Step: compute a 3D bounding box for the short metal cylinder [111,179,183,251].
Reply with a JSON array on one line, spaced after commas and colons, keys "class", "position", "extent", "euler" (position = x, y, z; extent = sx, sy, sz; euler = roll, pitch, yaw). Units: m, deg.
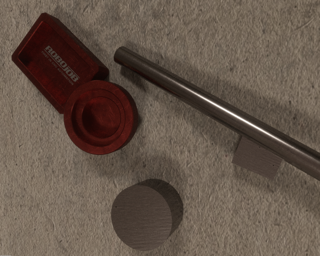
[{"class": "short metal cylinder", "position": [-0.015, 0.109, 0.400], "extent": [0.080, 0.050, 0.079], "euler": [0, 90, 19]}]

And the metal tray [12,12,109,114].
[{"class": "metal tray", "position": [-0.149, -0.094, 0.457], "extent": [0.130, 0.030, 0.090], "euler": [45, 104, 14]}]

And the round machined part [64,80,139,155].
[{"class": "round machined part", "position": [-0.076, -0.015, 0.422], "extent": [0.098, 0.042, 0.097], "euler": [1, 94, 14]}]

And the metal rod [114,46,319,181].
[{"class": "metal rod", "position": [0.060, -0.026, 0.367], "extent": [0.300, 0.025, 0.025], "euler": [33, 101, 24]}]

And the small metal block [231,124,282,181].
[{"class": "small metal block", "position": [0.119, 0.027, 0.367], "extent": [0.050, 0.025, 0.050], "euler": [23, 98, 18]}]
